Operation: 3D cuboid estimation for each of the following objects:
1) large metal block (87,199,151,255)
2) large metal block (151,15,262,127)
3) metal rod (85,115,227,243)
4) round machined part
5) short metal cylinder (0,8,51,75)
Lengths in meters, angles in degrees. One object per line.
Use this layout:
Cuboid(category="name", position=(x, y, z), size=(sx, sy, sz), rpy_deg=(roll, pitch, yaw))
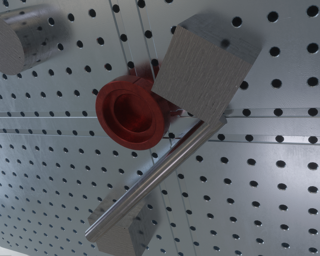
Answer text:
Cuboid(category="large metal block", position=(-0.070, 0.178, 0.542), size=(0.080, 0.050, 0.079), rpy_deg=(4, 121, 26))
Cuboid(category="large metal block", position=(0.048, -0.061, 0.332), size=(0.080, 0.050, 0.079), rpy_deg=(31, 128, 8))
Cuboid(category="metal rod", position=(-0.020, 0.081, 0.437), size=(0.025, 0.025, 0.299), rpy_deg=(43, 118, -2))
Cuboid(category="round machined part", position=(-0.031, -0.023, 0.402), size=(0.098, 0.042, 0.097), rpy_deg=(13, 124, 21))
Cuboid(category="short metal cylinder", position=(-0.199, -0.119, 0.427), size=(0.080, 0.050, 0.079), rpy_deg=(13, 124, 21))
